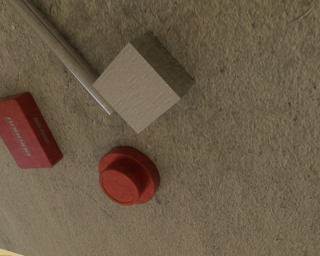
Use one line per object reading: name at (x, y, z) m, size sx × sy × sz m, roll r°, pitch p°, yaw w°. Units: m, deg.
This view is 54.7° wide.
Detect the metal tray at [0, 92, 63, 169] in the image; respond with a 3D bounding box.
metal tray at (-0.233, 0.008, 0.531) m, size 0.090 × 0.030 × 0.129 m, roll -6°, pitch 116°, yaw 31°

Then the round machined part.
round machined part at (-0.053, 0.079, 0.473) m, size 0.098 × 0.042 × 0.097 m, roll 13°, pitch 124°, yaw 21°

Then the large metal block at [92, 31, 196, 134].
large metal block at (-0.019, -0.053, 0.368) m, size 0.080 × 0.050 × 0.080 m, roll 47°, pitch 129°, yaw -5°

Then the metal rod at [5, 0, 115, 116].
metal rod at (-0.158, -0.137, 0.405) m, size 0.300 × 0.025 × 0.025 m, roll 49°, pitch 129°, yaw -7°
